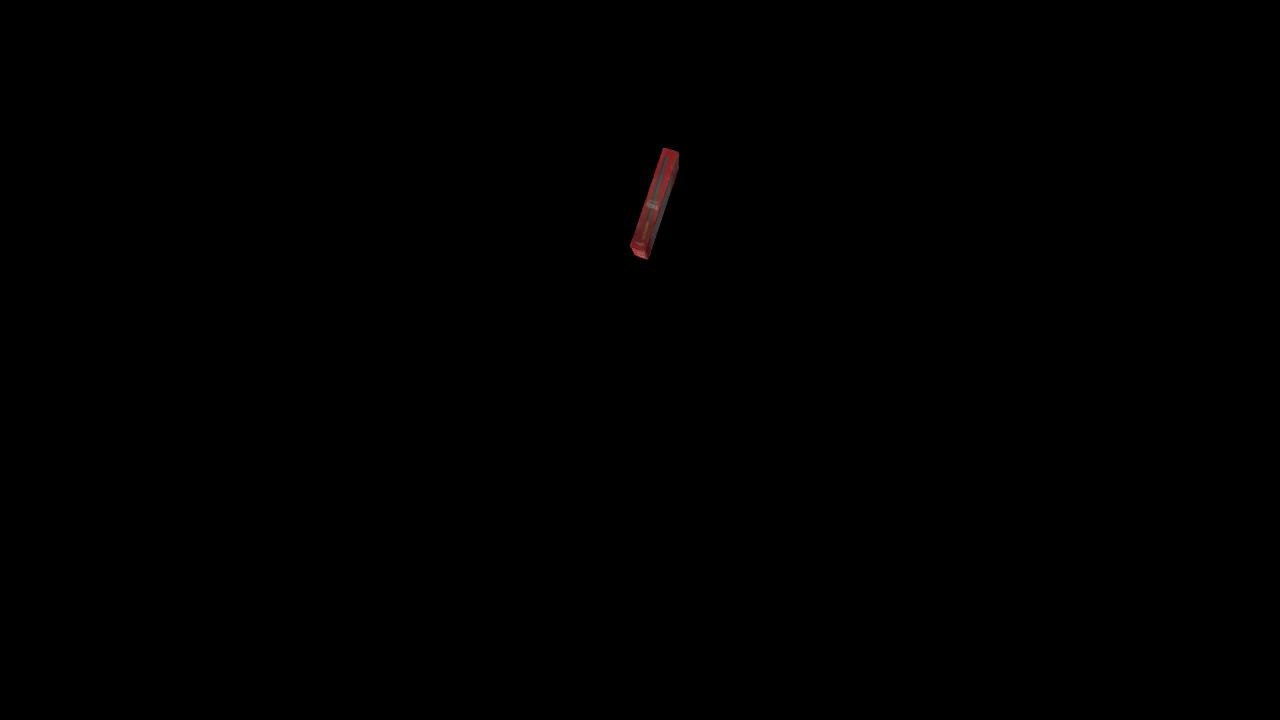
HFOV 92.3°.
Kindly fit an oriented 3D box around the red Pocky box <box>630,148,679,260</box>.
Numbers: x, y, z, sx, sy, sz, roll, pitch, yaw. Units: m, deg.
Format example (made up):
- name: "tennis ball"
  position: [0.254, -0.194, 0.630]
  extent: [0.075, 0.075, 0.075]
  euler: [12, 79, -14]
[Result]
- name: "red Pocky box"
  position: [0.023, -0.234, 0.932]
  extent: [0.028, 0.155, 0.083]
  euler: [19, 2, 2]
